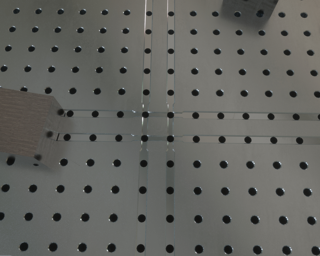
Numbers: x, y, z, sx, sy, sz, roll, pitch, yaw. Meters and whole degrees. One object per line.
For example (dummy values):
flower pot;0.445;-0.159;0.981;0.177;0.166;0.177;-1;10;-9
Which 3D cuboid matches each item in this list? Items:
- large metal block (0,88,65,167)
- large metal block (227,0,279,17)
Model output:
large metal block;-0.179;-0.001;0.398;0.080;0.050;0.080;9;70;3
large metal block;0.157;-0.234;0.485;0.080;0.050;0.080;25;72;9
